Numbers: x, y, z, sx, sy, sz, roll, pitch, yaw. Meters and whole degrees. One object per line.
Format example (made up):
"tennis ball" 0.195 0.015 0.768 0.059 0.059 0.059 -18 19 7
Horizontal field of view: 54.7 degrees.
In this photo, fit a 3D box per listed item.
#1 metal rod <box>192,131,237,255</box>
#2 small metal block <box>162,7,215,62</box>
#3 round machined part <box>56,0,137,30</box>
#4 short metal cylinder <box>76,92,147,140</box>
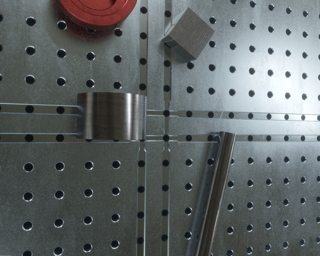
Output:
"metal rod" 0.065 0.152 0.438 0.025 0.025 0.298 15 85 -20
"small metal block" 0.039 -0.128 0.428 0.050 0.025 0.050 37 78 -17
"round machined part" -0.079 -0.167 0.375 0.099 0.042 0.097 0 90 -21
"short metal cylinder" -0.056 -0.013 0.363 0.081 0.080 0.050 1 90 -20
